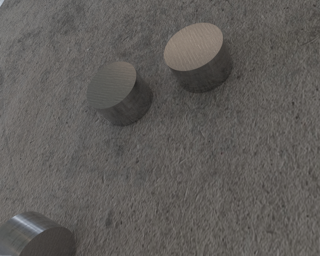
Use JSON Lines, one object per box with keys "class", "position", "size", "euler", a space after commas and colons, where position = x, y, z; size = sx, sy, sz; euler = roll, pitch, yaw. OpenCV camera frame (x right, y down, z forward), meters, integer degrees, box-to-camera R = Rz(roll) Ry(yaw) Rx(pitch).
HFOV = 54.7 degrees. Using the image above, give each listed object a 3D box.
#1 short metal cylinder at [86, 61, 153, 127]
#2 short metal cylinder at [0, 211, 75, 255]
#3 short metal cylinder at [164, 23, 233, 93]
{"class": "short metal cylinder", "position": [-0.058, -0.049, 0.448], "size": [0.080, 0.050, 0.080], "euler": [-13, 56, 21]}
{"class": "short metal cylinder", "position": [-0.147, 0.144, 0.358], "size": [0.050, 0.080, 0.080], "euler": [14, 69, 34]}
{"class": "short metal cylinder", "position": [0.052, -0.094, 0.418], "size": [0.080, 0.050, 0.080], "euler": [-13, 56, 21]}
